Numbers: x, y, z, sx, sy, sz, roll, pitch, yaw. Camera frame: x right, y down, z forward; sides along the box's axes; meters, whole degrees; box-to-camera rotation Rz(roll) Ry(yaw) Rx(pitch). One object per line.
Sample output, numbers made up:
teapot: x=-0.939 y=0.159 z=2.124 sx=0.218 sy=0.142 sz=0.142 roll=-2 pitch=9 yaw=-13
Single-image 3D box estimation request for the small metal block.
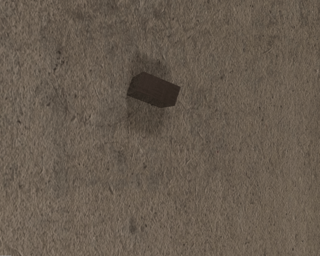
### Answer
small metal block: x=-0.009 y=-0.047 z=0.393 sx=0.050 sy=0.050 sz=0.025 roll=20 pitch=84 yaw=-19
